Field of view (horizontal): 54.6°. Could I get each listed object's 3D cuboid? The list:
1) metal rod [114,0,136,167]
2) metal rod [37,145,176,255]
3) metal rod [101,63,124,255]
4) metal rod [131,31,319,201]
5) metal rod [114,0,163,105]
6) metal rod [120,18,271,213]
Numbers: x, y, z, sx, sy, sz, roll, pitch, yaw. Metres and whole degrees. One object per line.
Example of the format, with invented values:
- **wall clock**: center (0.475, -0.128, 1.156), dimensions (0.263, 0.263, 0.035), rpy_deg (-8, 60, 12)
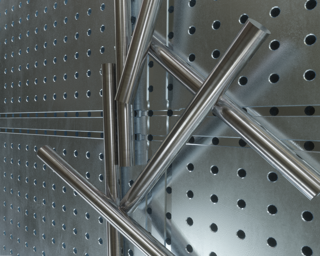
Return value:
- **metal rod**: center (-0.052, -0.094, 0.453), dimensions (0.025, 0.025, 0.298), rpy_deg (-3, 88, 40)
- **metal rod**: center (-0.075, 0.114, 0.441), dimensions (0.300, 0.025, 0.025), rpy_deg (34, 111, 24)
- **metal rod**: center (-0.072, 0.053, 0.469), dimensions (0.025, 0.025, 0.298), rpy_deg (-3, 88, 40)
- **metal rod**: center (0.059, -0.037, 0.360), dimensions (0.300, 0.025, 0.025), rpy_deg (47, 118, 30)
- **metal rod**: center (-0.005, -0.176, 0.391), dimensions (0.025, 0.025, 0.299), rpy_deg (20, 95, 38)
- **metal rod**: center (0.022, 0.010, 0.367), dimensions (0.025, 0.025, 0.298), rpy_deg (53, 128, 27)
